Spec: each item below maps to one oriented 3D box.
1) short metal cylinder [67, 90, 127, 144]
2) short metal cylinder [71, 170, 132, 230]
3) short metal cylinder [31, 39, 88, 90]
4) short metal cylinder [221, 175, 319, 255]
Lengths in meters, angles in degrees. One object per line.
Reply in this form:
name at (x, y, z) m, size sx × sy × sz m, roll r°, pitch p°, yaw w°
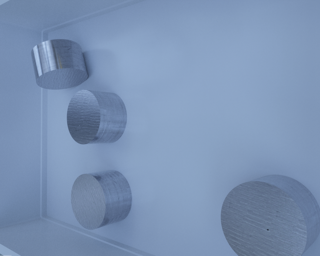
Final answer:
short metal cylinder at (-0.097, -0.016, 0.471) m, size 0.080 × 0.050 × 0.080 m, roll 0°, pitch 90°, yaw 40°
short metal cylinder at (-0.088, 0.106, 0.464) m, size 0.080 × 0.050 × 0.080 m, roll 0°, pitch 90°, yaw 40°
short metal cylinder at (-0.164, -0.102, 0.507) m, size 0.080 × 0.081 × 0.050 m, roll -24°, pitch 75°, yaw 37°
short metal cylinder at (0.107, 0.088, 0.302) m, size 0.080 × 0.050 × 0.080 m, roll 0°, pitch 90°, yaw 40°
